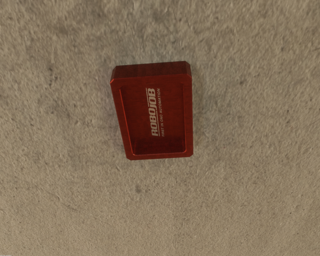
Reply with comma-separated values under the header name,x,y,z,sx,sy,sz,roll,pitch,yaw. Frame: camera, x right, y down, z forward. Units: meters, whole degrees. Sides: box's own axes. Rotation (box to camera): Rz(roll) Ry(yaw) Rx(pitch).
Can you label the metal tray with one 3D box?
name,x,y,z,sx,sy,sz,roll,pitch,yaw
metal tray,-0.005,-0.016,0.389,0.090,0.030,0.129,-4,130,3
